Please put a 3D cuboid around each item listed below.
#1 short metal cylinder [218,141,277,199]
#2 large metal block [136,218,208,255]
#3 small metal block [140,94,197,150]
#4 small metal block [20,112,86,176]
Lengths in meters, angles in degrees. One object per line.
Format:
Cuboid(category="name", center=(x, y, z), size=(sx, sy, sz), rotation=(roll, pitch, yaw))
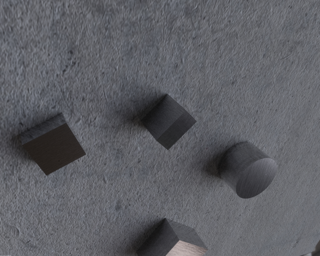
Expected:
Cuboid(category="short metal cylinder", center=(0.144, 0.069, 0.512), size=(0.081, 0.050, 0.079), rotation=(-14, 124, -21))
Cuboid(category="large metal block", center=(0.021, 0.211, 0.533), size=(0.080, 0.050, 0.080), rotation=(34, 99, -39))
Cuboid(category="small metal block", center=(0.010, -0.009, 0.391), size=(0.050, 0.050, 0.025), rotation=(-45, 129, 3))
Cuboid(category="small metal block", center=(-0.120, 0.018, 0.353), size=(0.050, 0.025, 0.050), rotation=(-29, 128, -10))
